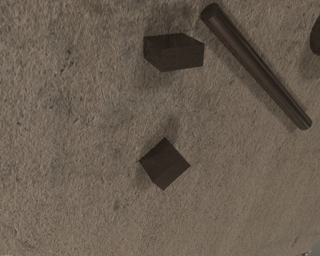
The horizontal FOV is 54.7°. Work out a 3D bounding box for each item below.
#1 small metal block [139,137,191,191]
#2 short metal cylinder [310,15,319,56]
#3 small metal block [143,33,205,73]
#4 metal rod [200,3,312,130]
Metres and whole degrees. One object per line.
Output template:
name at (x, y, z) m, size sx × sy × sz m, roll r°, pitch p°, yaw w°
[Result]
small metal block at (0.006, 0.048, 0.425) m, size 0.050 × 0.050 × 0.025 m, roll -42°, pitch 130°, yaw 0°
short metal cylinder at (0.272, -0.138, 0.457) m, size 0.081 × 0.050 × 0.079 m, roll -14°, pitch 125°, yaw -21°
small metal block at (0.014, -0.086, 0.347) m, size 0.050 × 0.050 × 0.025 m, roll -13°, pitch 124°, yaw -22°
metal rod at (0.156, -0.071, 0.450) m, size 0.301 × 0.025 × 0.025 m, roll 33°, pitch 100°, yaw -39°
